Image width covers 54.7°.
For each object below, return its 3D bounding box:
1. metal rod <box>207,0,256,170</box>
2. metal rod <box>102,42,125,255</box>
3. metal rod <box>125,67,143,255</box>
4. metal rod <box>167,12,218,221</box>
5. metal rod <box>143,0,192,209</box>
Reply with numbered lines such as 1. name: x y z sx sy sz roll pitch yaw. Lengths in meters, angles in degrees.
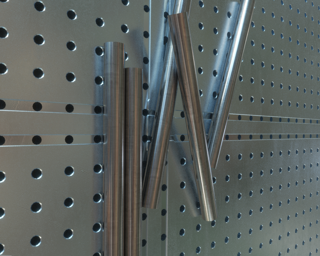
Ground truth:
1. metal rod: 0.114 -0.079 0.506 0.025 0.025 0.299 26 74 -37
2. metal rod: -0.055 0.051 0.365 0.025 0.025 0.298 0 90 -40
3. metal rod: -0.034 0.077 0.382 0.025 0.025 0.298 0 90 -40
4. metal rod: 0.049 -0.003 0.430 0.025 0.025 0.298 -26 113 -37
5. metal rod: 0.010 -0.044 0.419 0.025 0.025 0.299 16 80 -39
